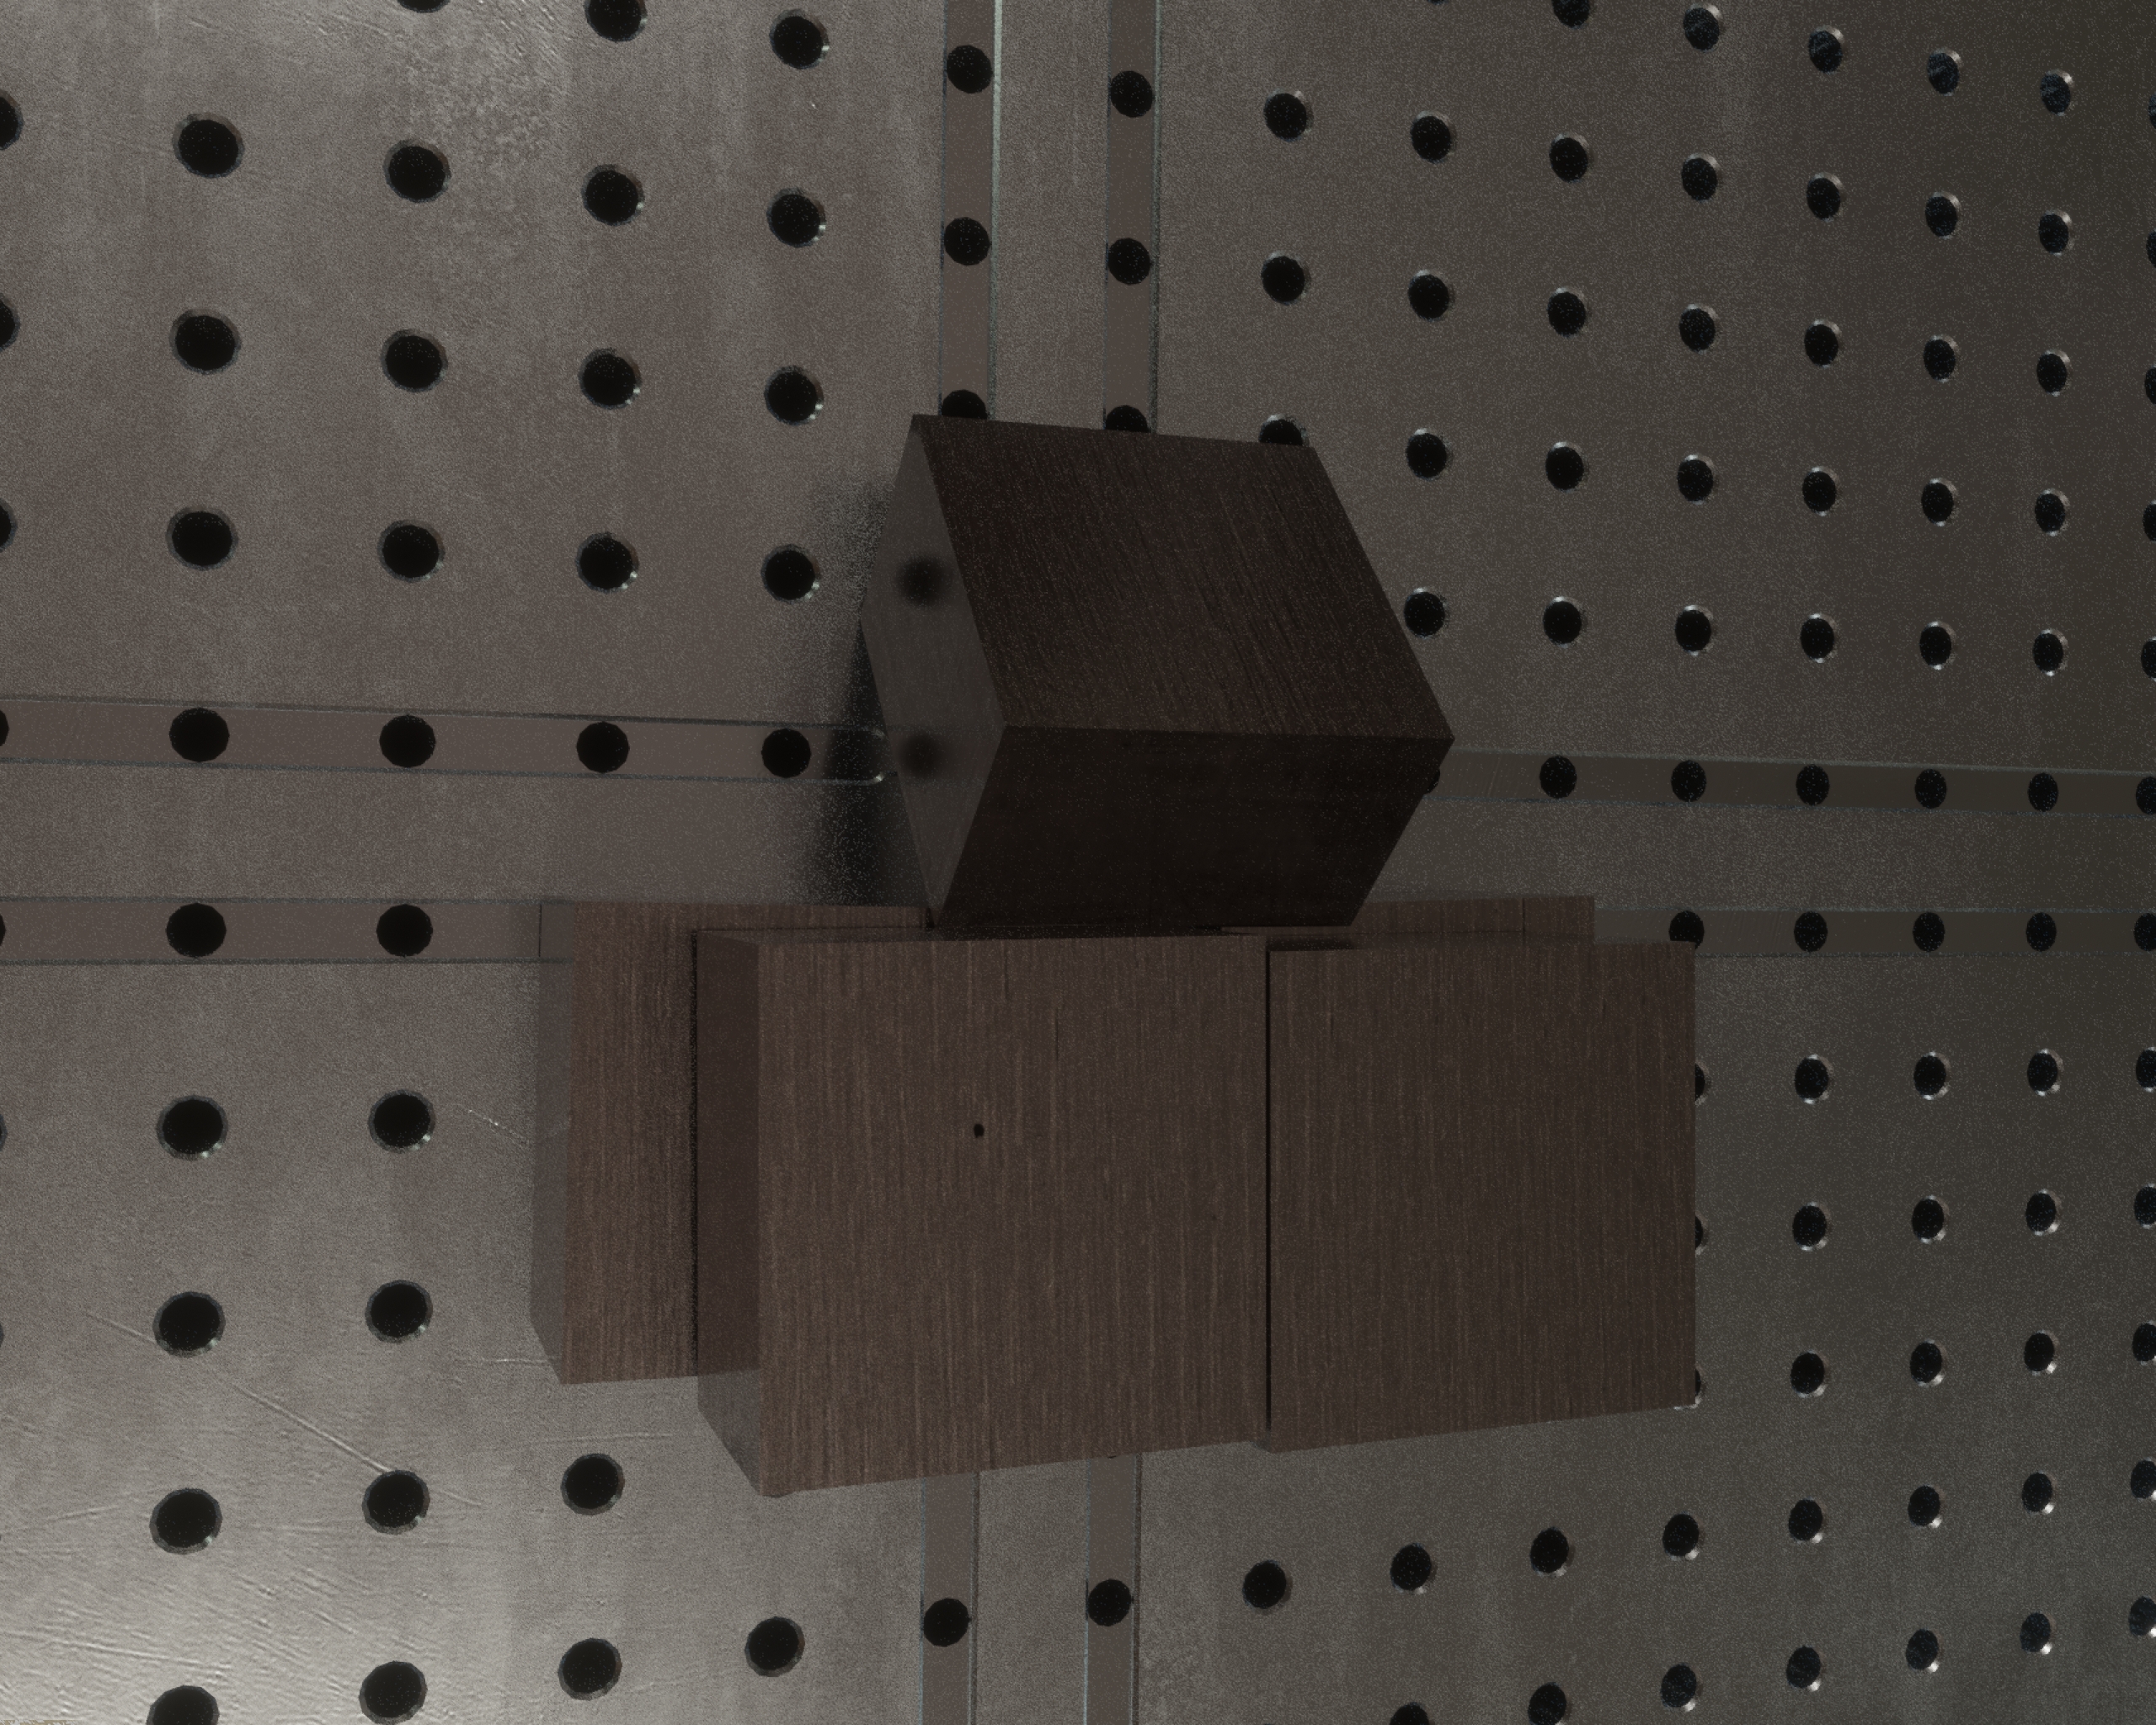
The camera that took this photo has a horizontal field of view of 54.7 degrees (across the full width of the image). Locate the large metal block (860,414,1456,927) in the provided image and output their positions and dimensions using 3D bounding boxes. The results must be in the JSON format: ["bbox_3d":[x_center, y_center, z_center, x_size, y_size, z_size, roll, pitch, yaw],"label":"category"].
[{"bbox_3d":[0.011,-0.034,0.382,0.081,0.050,0.080,0,48,-21],"label":"large metal block"}]

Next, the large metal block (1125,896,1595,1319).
[{"bbox_3d":[0.056,0.047,0.421,0.081,0.050,0.079,-1,91,-20],"label":"large metal block"}]

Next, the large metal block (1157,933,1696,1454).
[{"bbox_3d":[0.060,0.053,0.367,0.081,0.050,0.079,0,90,-21],"label":"large metal block"}]

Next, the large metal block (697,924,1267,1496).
[{"bbox_3d":[-0.017,0.051,0.338,0.081,0.050,0.079,0,90,-21],"label":"large metal block"}]

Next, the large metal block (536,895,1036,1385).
[{"bbox_3d":[-0.055,0.047,0.380,0.081,0.050,0.079,2,90,-21],"label":"large metal block"}]
